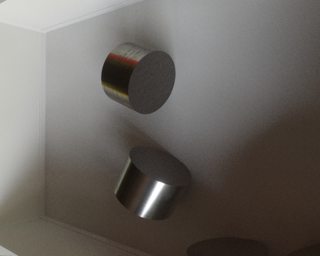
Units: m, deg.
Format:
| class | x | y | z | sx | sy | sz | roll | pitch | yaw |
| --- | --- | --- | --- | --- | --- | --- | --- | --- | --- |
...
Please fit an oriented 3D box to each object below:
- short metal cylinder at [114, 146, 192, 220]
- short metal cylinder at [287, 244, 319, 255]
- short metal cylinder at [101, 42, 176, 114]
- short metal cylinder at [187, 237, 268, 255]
| class | x | y | z | sx | sy | sz | roll | pitch | yaw |
| --- | --- | --- | --- | --- | --- | --- | --- | --- | --- |
| short metal cylinder | -0.009 | 0.065 | 0.377 | 0.080 | 0.081 | 0.050 | 38 | 113 | 33 |
| short metal cylinder | 0.148 | 0.129 | 0.249 | 0.080 | 0.081 | 0.050 | -19 | 78 | 38 |
| short metal cylinder | -0.026 | -0.063 | 0.390 | 0.050 | 0.081 | 0.079 | 27 | 107 | 36 |
| short metal cylinder | 0.069 | 0.148 | 0.313 | 0.080 | 0.081 | 0.050 | -8 | 85 | 39 |
